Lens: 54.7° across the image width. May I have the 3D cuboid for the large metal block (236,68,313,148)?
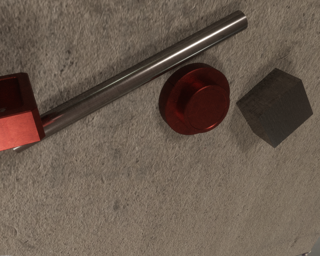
[{"bbox_3d":[0.175,-0.030,0.471,0.080,0.050,0.080,-42,130,0],"label":"large metal block"}]

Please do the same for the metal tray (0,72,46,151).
[{"bbox_3d":[-0.174,-0.007,0.265,0.131,0.090,0.030,-16,125,-20],"label":"metal tray"}]

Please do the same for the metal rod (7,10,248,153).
[{"bbox_3d":[-0.029,-0.058,0.356,0.301,0.025,0.025,-30,129,-9],"label":"metal rod"}]

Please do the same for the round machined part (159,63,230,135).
[{"bbox_3d":[0.051,-0.032,0.406,0.099,0.042,0.097,-14,125,-21],"label":"round machined part"}]
